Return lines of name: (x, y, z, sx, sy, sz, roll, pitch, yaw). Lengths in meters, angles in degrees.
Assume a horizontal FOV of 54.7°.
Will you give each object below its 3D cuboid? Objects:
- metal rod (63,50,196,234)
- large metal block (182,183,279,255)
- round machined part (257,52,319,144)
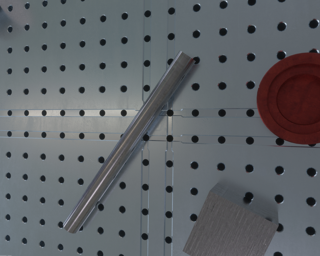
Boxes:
metal rod: (-0.048, 0.027, 0.429, 0.025, 0.025, 0.299, 38, 102, 16)
large metal block: (0.085, 0.124, 0.369, 0.080, 0.050, 0.080, 25, 98, 18)
round machined part: (0.161, -0.031, 0.347, 0.098, 0.042, 0.097, 0, 90, 20)
